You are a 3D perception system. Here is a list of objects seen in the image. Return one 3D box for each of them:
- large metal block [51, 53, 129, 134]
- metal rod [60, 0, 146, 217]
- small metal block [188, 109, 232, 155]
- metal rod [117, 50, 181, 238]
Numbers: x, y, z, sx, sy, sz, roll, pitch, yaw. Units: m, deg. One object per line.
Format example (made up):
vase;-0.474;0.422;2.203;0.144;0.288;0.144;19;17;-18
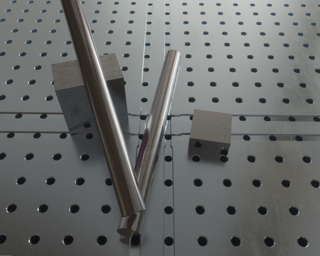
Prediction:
large metal block;-0.090;-0.045;0.408;0.081;0.080;0.050;-13;52;-11
metal rod;-0.073;-0.051;0.349;0.025;0.025;0.299;-15;72;-13
small metal block;0.066;0.005;0.404;0.050;0.025;0.050;8;50;6
metal rod;-0.005;-0.005;0.411;0.025;0.025;0.300;8;50;6
